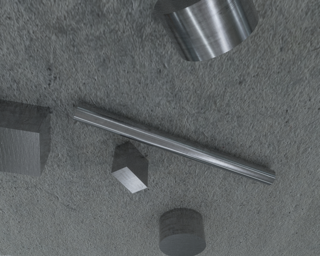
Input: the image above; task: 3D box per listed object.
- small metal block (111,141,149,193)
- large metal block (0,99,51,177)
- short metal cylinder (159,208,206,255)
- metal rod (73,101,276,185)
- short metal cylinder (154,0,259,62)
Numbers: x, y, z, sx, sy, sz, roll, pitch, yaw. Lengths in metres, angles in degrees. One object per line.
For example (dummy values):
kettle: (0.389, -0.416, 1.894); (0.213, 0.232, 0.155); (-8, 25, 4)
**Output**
small metal block: (-0.041, 0.055, 0.437); (0.025, 0.050, 0.050); (-25, 126, 19)
large metal block: (-0.189, 0.013, 0.400); (0.081, 0.050, 0.079); (10, 130, -9)
short metal cylinder: (0.039, 0.187, 0.550); (0.081, 0.050, 0.079); (0, 130, 0)
metal rod: (0.032, 0.027, 0.430); (0.302, 0.025, 0.025); (20, 127, -16)
short metal cylinder: (0.042, -0.106, 0.281); (0.080, 0.080, 0.050); (-23, 127, 18)
